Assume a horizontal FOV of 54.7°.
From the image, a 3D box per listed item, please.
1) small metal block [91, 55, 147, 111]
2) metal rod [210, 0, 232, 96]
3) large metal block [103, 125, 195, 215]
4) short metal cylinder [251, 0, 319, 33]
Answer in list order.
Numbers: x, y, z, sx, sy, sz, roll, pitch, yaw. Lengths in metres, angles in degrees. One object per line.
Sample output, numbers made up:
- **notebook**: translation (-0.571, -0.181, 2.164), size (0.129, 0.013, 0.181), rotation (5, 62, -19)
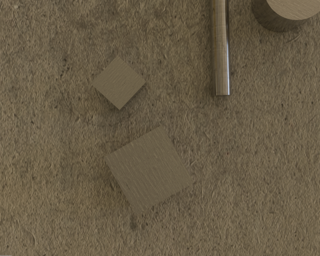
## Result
- **small metal block**: translation (-0.053, -0.058, 0.409), size (0.050, 0.025, 0.050), rotation (43, 90, 0)
- **metal rod**: translation (0.078, -0.192, 0.410), size (0.025, 0.025, 0.298), rotation (-2, 90, 0)
- **large metal block**: translation (-0.013, 0.050, 0.397), size (0.080, 0.050, 0.080), rotation (-30, 90, 0)
- **short metal cylinder**: translation (0.165, -0.170, 0.399), size (0.081, 0.050, 0.079), rotation (0, 90, 0)
